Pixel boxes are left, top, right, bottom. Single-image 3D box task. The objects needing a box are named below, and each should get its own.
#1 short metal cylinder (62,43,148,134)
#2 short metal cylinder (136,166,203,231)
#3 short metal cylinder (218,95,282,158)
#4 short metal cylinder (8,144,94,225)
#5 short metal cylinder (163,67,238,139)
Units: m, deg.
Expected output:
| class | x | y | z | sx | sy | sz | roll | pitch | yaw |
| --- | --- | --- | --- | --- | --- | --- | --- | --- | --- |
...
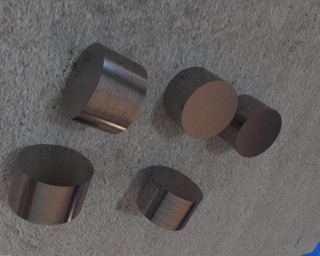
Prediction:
| class | x | y | z | sx | sy | sz | roll | pitch | yaw |
| --- | --- | --- | --- | --- | --- | --- | --- | --- | --- |
| short metal cylinder | -0.057 | -0.039 | 0.316 | 0.050 | 0.080 | 0.080 | 22 | 107 | -36 |
| short metal cylinder | 0.014 | 0.098 | 0.439 | 0.081 | 0.080 | 0.050 | 18 | 109 | -35 |
| short metal cylinder | 0.131 | -0.003 | 0.460 | 0.081 | 0.050 | 0.079 | -14 | 124 | -21 |
| short metal cylinder | -0.120 | 0.060 | 0.343 | 0.081 | 0.080 | 0.050 | 8 | 114 | -32 |
| short metal cylinder | 0.052 | -0.032 | 0.399 | 0.081 | 0.050 | 0.079 | -14 | 124 | -21 |
